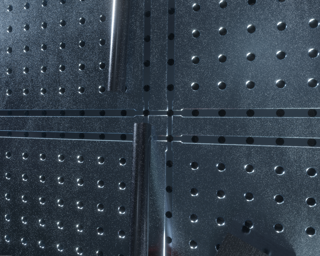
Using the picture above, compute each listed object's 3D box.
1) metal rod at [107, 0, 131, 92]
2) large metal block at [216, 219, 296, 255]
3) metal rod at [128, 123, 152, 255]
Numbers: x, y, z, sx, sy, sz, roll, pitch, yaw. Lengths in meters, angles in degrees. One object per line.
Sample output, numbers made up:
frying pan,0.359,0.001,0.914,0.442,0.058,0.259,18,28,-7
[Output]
metal rod,-0.051,-0.199,0.430,0.025,0.025,0.298,4,91,20
large metal block,0.103,0.169,0.363,0.080,0.050,0.080,26,99,18
metal rod,-0.027,0.141,0.386,0.025,0.025,0.299,-4,75,20
